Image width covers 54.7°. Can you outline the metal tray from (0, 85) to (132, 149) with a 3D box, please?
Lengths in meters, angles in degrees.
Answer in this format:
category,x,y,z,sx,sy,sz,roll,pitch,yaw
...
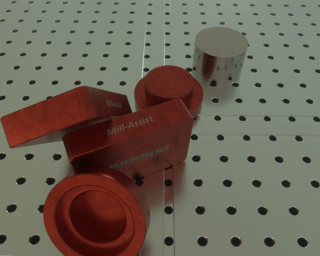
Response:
category,x,y,z,sx,sy,sz,roll,pitch,yaw
metal tray,-0.091,-0.011,0.338,0.090,0.130,0.030,-19,88,11

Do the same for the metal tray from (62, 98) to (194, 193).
category,x,y,z,sx,sy,sz,roll,pitch,yaw
metal tray,-0.031,0.024,0.343,0.131,0.090,0.030,-19,57,-15

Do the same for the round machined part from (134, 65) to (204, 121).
category,x,y,z,sx,sy,sz,roll,pitch,yaw
round machined part,0.013,-0.052,0.441,0.099,0.042,0.098,0,50,0

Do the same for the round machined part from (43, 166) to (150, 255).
category,x,y,z,sx,sy,sz,roll,pitch,yaw
round machined part,-0.058,0.082,0.303,0.099,0.097,0.042,9,15,7

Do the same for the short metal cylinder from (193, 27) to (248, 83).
category,x,y,z,sx,sy,sz,roll,pitch,yaw
short metal cylinder,0.094,-0.116,0.490,0.081,0.050,0.080,0,50,0
